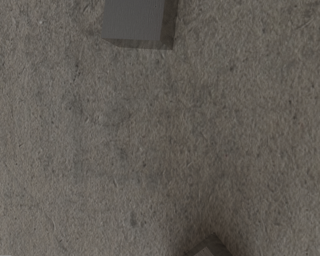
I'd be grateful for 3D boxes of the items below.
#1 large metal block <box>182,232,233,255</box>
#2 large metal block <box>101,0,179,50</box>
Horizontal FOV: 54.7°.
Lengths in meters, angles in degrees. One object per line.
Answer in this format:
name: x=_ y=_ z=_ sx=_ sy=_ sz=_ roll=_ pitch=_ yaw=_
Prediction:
large metal block: x=0.057 y=0.190 z=0.375 sx=0.080 sy=0.050 sz=0.080 roll=-42 pitch=77 yaw=15
large metal block: x=-0.024 y=-0.149 z=0.403 sx=0.080 sy=0.050 sz=0.079 roll=8 pitch=93 yaw=19
